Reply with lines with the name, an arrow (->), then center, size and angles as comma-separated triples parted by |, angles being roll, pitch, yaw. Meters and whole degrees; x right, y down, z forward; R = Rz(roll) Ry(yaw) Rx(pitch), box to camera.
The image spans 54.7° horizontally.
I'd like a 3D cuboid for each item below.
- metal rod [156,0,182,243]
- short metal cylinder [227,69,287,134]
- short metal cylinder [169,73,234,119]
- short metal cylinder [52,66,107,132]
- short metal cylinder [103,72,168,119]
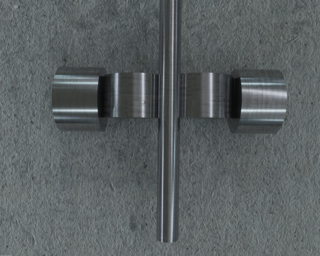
metal rod -> 0.010, -0.024, 0.350 | 0.025, 0.025, 0.298 | 1, 90, 0
short metal cylinder -> 0.116, -0.033, 0.385 | 0.050, 0.080, 0.080 | 1, 90, 0
short metal cylinder -> 0.050, -0.037, 0.384 | 0.081, 0.080, 0.050 | 1, 90, 0
short metal cylinder -> -0.095, -0.035, 0.383 | 0.050, 0.080, 0.080 | 1, 90, 0
short metal cylinder -> -0.030, -0.037, 0.383 | 0.081, 0.080, 0.050 | 1, 90, 0
